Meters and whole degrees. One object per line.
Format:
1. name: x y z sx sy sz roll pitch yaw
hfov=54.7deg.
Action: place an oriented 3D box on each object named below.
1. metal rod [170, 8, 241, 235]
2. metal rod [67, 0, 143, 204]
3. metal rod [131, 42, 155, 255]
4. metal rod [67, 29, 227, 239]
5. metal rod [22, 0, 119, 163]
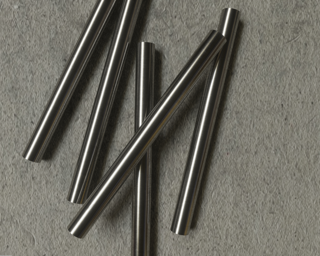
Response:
1. metal rod: 0.060 -0.008 0.410 0.025 0.025 0.298 13 90 0
2. metal rod: -0.070 -0.048 0.409 0.025 0.025 0.298 16 90 0
3. metal rod: -0.023 0.039 0.409 0.025 0.025 0.298 2 90 0
4. metal rod: -0.015 0.006 0.383 0.025 0.025 0.300 36 88 0
5. metal rod: -0.104 -0.094 0.408 0.025 0.025 0.299 26 90 0
